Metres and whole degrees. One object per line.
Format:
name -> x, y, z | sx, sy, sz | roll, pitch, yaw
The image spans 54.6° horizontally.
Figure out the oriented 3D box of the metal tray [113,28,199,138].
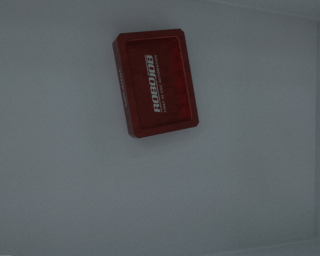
metal tray -> -0.005, -0.058, 0.405 | 0.091, 0.030, 0.129 | -11, 94, -20
